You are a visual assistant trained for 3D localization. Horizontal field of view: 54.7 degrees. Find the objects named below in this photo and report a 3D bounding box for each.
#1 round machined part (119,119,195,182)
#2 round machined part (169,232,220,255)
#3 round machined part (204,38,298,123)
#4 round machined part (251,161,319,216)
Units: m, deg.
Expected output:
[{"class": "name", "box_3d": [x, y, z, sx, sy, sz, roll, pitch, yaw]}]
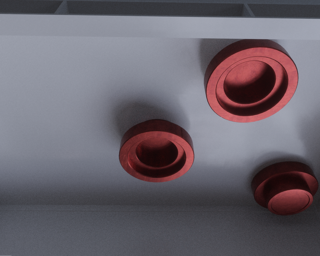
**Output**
[{"class": "round machined part", "box_3d": [-0.004, 0.026, 0.420, 0.099, 0.042, 0.097, 0, 130, 0]}, {"class": "round machined part", "box_3d": [0.067, 0.241, 0.607, 0.099, 0.042, 0.097, 0, 130, 0]}, {"class": "round machined part", "box_3d": [0.099, -0.056, 0.351, 0.099, 0.042, 0.097, 0, 130, 0]}, {"class": "round machined part", "box_3d": [0.197, 0.100, 0.485, 0.099, 0.042, 0.097, 0, 130, 0]}]
